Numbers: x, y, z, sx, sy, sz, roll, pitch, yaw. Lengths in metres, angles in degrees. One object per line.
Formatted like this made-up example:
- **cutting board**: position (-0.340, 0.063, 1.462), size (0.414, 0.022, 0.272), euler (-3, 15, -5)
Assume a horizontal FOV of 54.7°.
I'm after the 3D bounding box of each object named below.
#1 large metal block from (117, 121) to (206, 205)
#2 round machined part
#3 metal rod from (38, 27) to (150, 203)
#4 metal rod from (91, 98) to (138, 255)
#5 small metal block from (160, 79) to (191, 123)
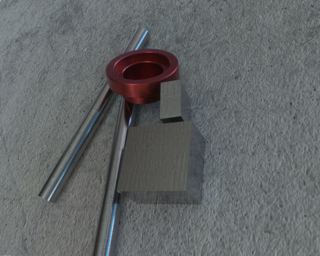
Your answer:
- **large metal block**: position (0.005, 0.042, 0.359), size (0.080, 0.050, 0.080), euler (-6, 59, 25)
- **round machined part**: position (-0.022, -0.069, 0.430), size (0.099, 0.042, 0.098), euler (-4, 40, 3)
- **metal rod**: position (-0.092, -0.030, 0.468), size (0.025, 0.025, 0.300), euler (15, 69, 33)
- **metal rod**: position (-0.058, 0.088, 0.379), size (0.025, 0.025, 0.299), euler (-8, 58, 24)
- **small metal block**: position (0.021, -0.024, 0.387), size (0.025, 0.050, 0.050), euler (-8, 63, 17)
